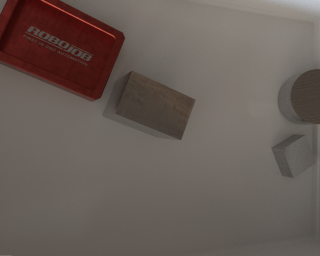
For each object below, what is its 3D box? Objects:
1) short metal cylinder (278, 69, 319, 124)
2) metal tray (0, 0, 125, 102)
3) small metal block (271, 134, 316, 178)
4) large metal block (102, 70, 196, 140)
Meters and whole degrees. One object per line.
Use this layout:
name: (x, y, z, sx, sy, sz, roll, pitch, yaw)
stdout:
short metal cylinder: (0.228, -0.045, 0.470, 0.081, 0.050, 0.079, 0, 89, 0)
metal tray: (-0.118, -0.097, 0.364, 0.131, 0.030, 0.090, 23, 82, -19)
small metal block: (0.212, 0.044, 0.491, 0.050, 0.025, 0.050, -27, 99, -18)
large metal block: (-0.017, -0.024, 0.376, 0.080, 0.080, 0.050, 22, 83, -19)
